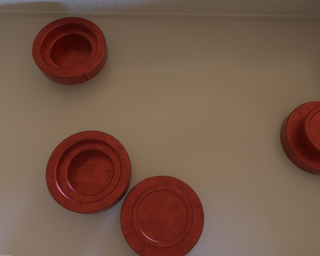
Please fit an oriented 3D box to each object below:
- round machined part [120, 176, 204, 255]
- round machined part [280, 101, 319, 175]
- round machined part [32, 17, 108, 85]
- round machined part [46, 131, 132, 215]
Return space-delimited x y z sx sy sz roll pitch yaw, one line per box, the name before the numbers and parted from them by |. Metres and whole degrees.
round machined part | 0.003 0.104 0.363 0.099 0.042 0.098 0 70 -1
round machined part | 0.212 0.009 0.400 0.099 0.042 0.098 0 70 -1
round machined part | -0.123 -0.103 0.437 0.099 0.042 0.098 0 70 -1
round machined part | -0.083 0.056 0.379 0.099 0.042 0.098 0 70 -1
